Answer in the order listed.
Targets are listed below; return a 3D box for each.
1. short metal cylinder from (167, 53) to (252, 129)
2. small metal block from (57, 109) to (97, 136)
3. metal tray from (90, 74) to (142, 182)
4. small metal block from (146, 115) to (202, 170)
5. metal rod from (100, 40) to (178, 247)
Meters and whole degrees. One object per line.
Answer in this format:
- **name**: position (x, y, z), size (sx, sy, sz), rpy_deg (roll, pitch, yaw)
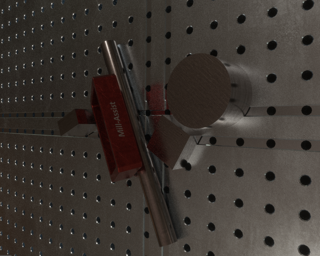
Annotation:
- **short metal cylinder**: position (0.055, -0.039, 0.347), size (0.080, 0.050, 0.079), rpy_deg (0, 90, 39)
- **small metal block**: position (-0.126, -0.008, 0.494), size (0.050, 0.050, 0.025), rpy_deg (-28, 73, 36)
- **metal tray**: position (-0.064, 0.003, 0.427), size (0.090, 0.030, 0.129), rpy_deg (127, 127, -67)
- **small metal block**: position (0.017, 0.017, 0.394), size (0.050, 0.025, 0.050), rpy_deg (38, 113, 33)
- **metal rod**: position (-0.034, 0.011, 0.434), size (0.025, 0.025, 0.299), rpy_deg (-29, 72, 36)
